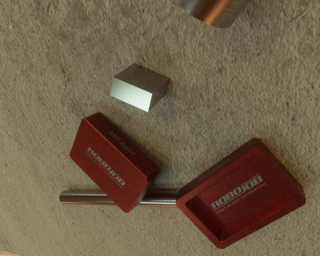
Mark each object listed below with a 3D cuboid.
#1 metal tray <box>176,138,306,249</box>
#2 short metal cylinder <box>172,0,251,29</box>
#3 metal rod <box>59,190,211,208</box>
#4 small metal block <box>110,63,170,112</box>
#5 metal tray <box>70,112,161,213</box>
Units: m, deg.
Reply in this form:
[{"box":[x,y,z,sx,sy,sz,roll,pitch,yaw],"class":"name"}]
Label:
[{"box":[0.096,0.084,0.384,0.130,0.030,0.090,-40,96,24],"class":"metal tray"},{"box":[0.045,-0.132,0.265,0.080,0.080,0.050,39,129,1],"class":"short metal cylinder"},{"box":[-0.049,0.114,0.501,0.300,0.025,0.025,-7,115,30],"class":"metal rod"},{"box":[-0.023,-0.050,0.371,0.050,0.050,0.025,24,127,13],"class":"small metal block"},{"box":[-0.070,0.051,0.453,0.130,0.030,0.089,41,130,14],"class":"metal tray"}]
